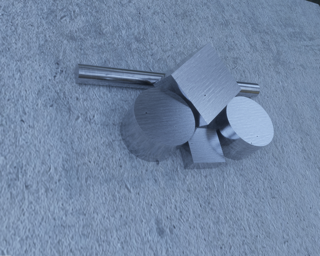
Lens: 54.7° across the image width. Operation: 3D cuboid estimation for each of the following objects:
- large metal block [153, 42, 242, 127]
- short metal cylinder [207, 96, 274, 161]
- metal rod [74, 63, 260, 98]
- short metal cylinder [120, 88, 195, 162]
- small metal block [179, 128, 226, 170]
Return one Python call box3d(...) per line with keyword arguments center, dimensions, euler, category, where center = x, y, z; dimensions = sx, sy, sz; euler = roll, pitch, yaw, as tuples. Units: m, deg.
box3d(center=(0.052, -0.057, 0.429), dimensions=(0.080, 0.050, 0.080), euler=(-44, 103, -26), category="large metal block")
box3d(center=(0.116, 0.001, 0.451), dimensions=(0.081, 0.050, 0.080), euler=(14, 56, -21), category="short metal cylinder")
box3d(center=(0.029, -0.067, 0.461), dimensions=(0.303, 0.025, 0.025), euler=(1, 62, -28), category="metal rod")
box3d(center=(-0.004, -0.003, 0.388), dimensions=(0.081, 0.050, 0.080), euler=(14, 56, -21), category="short metal cylinder")
box3d(center=(0.054, 0.028, 0.418), dimensions=(0.050, 0.025, 0.050), euler=(2, 61, -27), category="small metal block")
